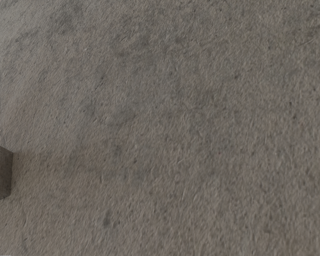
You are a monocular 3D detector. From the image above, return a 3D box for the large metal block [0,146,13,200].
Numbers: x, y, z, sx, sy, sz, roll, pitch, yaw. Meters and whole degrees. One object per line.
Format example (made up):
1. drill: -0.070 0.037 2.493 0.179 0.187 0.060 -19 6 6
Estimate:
1. large metal block: -0.284 0.077 0.486 0.080 0.050 0.080 -25 53 12
